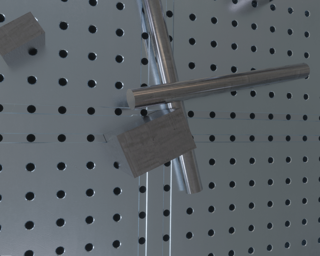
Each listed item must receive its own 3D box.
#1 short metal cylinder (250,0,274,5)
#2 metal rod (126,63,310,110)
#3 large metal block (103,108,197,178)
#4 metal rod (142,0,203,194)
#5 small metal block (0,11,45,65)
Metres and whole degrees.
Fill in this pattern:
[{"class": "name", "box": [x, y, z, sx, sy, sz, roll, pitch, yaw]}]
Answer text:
[{"class": "short metal cylinder", "box": [0.163, -0.232, 0.459, 0.081, 0.050, 0.079, 0, 90, -20]}, {"class": "metal rod", "box": [0.098, -0.063, 0.431, 0.303, 0.025, 0.025, -13, 95, -26]}, {"class": "large metal block", "box": [-0.015, 0.015, 0.378, 0.081, 0.080, 0.050, -24, 98, -18]}, {"class": "metal rod", "box": [0.014, -0.058, 0.417, 0.025, 0.025, 0.298, -15, 95, -20]}, {"class": "small metal block", "box": [-0.156, -0.097, 0.342, 0.050, 0.050, 0.025, -37, 102, -16]}]
